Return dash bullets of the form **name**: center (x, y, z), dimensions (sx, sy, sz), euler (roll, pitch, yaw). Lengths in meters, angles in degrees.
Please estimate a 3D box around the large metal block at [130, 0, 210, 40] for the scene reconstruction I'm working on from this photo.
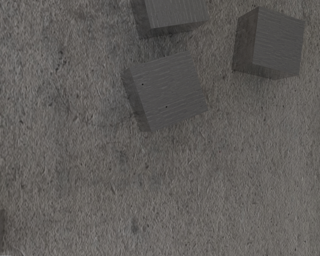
- **large metal block**: center (0.008, -0.166, 0.398), dimensions (0.081, 0.050, 0.080), euler (-15, 95, -19)

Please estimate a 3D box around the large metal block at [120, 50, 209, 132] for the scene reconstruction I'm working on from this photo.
- **large metal block**: center (0.005, -0.046, 0.397), dimensions (0.081, 0.050, 0.080), euler (-21, 97, -19)

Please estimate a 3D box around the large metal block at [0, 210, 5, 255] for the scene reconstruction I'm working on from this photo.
- **large metal block**: center (-0.204, 0.117, 0.305), dimensions (0.081, 0.080, 0.050), euler (3, 89, -20)

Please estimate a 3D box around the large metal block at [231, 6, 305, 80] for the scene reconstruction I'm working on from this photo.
- **large metal block**: center (0.158, -0.120, 0.453), dimensions (0.081, 0.050, 0.080), euler (8, 87, -20)
